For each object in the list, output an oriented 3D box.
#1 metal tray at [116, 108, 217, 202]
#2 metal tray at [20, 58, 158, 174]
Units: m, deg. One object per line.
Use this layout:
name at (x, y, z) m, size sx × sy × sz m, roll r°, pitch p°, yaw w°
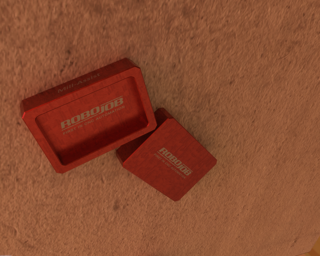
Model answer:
metal tray at (0.014, 0.042, 0.439) m, size 0.090 × 0.030 × 0.130 m, roll -45°, pitch 130°, yaw 3°
metal tray at (-0.076, -0.014, 0.354) m, size 0.131 × 0.030 × 0.090 m, roll -26°, pitch 128°, yaw -13°
